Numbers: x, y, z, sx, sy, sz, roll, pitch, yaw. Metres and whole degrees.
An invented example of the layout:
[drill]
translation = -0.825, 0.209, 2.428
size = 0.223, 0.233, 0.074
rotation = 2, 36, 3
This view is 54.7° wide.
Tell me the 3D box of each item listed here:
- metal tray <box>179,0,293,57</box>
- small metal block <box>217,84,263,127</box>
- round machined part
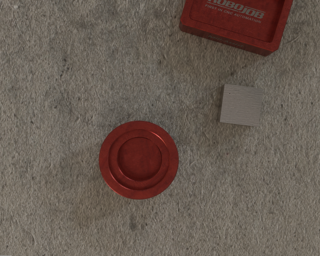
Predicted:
[metal tray]
translation = 0.100, -0.157, 0.408
size = 0.131, 0.030, 0.090
rotation = 17, 90, 0
[small metal block]
translation = 0.105, -0.029, 0.411
size = 0.050, 0.025, 0.050
rotation = 7, 90, 0
[round machined part]
translation = -0.026, 0.039, 0.401
size = 0.099, 0.042, 0.097
rotation = 0, 90, 0
